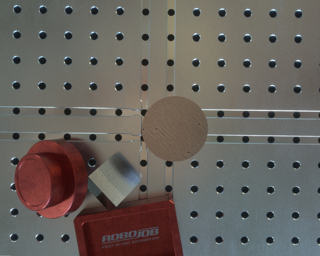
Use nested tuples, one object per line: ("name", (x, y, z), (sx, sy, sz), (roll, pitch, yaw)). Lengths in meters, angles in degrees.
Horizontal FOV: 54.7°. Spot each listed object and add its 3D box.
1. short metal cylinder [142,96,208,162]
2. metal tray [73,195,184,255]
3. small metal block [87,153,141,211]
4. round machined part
("short metal cylinder", (0.018, 0.001, 0.401), (0.081, 0.050, 0.080), (0, 90, 0))
("metal tray", (-0.039, 0.146, 0.410), (0.131, 0.030, 0.089), (-10, 90, 0))
("small metal block", (-0.062, 0.069, 0.400), (0.050, 0.025, 0.050), (48, 50, 0))
("round machined part", (-0.140, 0.064, 0.382), (0.098, 0.042, 0.097), (1, 92, 31))
